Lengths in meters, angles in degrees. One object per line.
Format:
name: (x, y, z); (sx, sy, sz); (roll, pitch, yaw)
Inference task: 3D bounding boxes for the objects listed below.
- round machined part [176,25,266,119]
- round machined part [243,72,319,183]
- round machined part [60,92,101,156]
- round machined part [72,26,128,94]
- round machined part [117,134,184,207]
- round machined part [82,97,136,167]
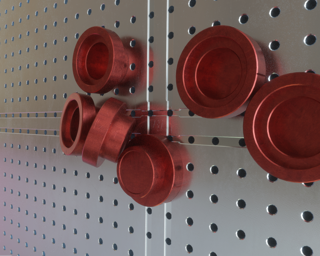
round machined part: (0.069, -0.059, 0.342); (0.098, 0.042, 0.097); (0, 90, 40)
round machined part: (0.132, -0.001, 0.289); (0.098, 0.042, 0.097); (0, 90, 40)
round machined part: (-0.121, -0.004, 0.490); (0.098, 0.042, 0.098); (-15, 72, 52)
round machined part: (-0.087, -0.100, 0.472); (0.098, 0.042, 0.097); (0, 90, 40)
round machined part: (-0.020, 0.057, 0.416); (0.098, 0.042, 0.097); (0, 90, 40)
round machined part: (-0.066, 0.010, 0.430); (0.042, 0.098, 0.097); (23, 108, 1)
